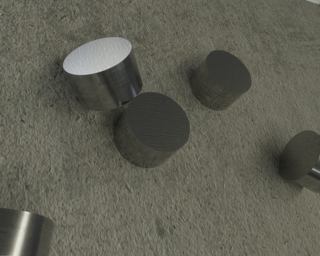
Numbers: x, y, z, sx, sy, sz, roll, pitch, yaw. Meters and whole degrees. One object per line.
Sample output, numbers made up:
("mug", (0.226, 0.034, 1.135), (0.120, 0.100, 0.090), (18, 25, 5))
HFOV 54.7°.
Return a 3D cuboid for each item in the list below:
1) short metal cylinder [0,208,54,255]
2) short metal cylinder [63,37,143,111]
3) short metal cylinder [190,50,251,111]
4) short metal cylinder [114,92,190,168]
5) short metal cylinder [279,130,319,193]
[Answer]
("short metal cylinder", (-0.128, 0.098, 0.240), (0.081, 0.080, 0.050), (13, 57, -21))
("short metal cylinder", (-0.066, -0.065, 0.367), (0.080, 0.050, 0.080), (-9, 42, 8))
("short metal cylinder", (0.094, -0.074, 0.483), (0.081, 0.050, 0.080), (14, 56, -21))
("short metal cylinder", (-0.011, 0.003, 0.380), (0.081, 0.050, 0.080), (14, 56, -21))
("short metal cylinder", (0.226, 0.050, 0.459), (0.050, 0.080, 0.080), (26, 53, -13))
